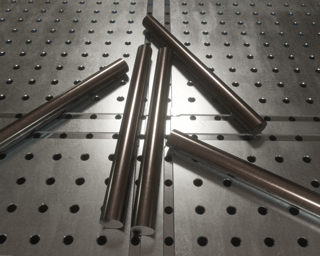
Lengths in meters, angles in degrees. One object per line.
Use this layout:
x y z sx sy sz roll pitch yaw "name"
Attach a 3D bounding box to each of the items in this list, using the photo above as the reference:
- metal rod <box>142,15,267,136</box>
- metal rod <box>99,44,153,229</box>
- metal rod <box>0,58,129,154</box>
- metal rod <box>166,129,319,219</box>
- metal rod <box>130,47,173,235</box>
0.055 -0.098 0.490 0.025 0.025 0.300 -24 54 -19 "metal rod"
-0.038 -0.014 0.419 0.025 0.025 0.300 4 50 3 "metal rod"
-0.161 -0.015 0.418 0.025 0.025 0.302 36 58 26 "metal rod"
0.144 0.071 0.349 0.301 0.025 0.025 24 54 19 "metal rod"
-0.005 -0.009 0.414 0.025 0.025 0.300 4 50 3 "metal rod"
